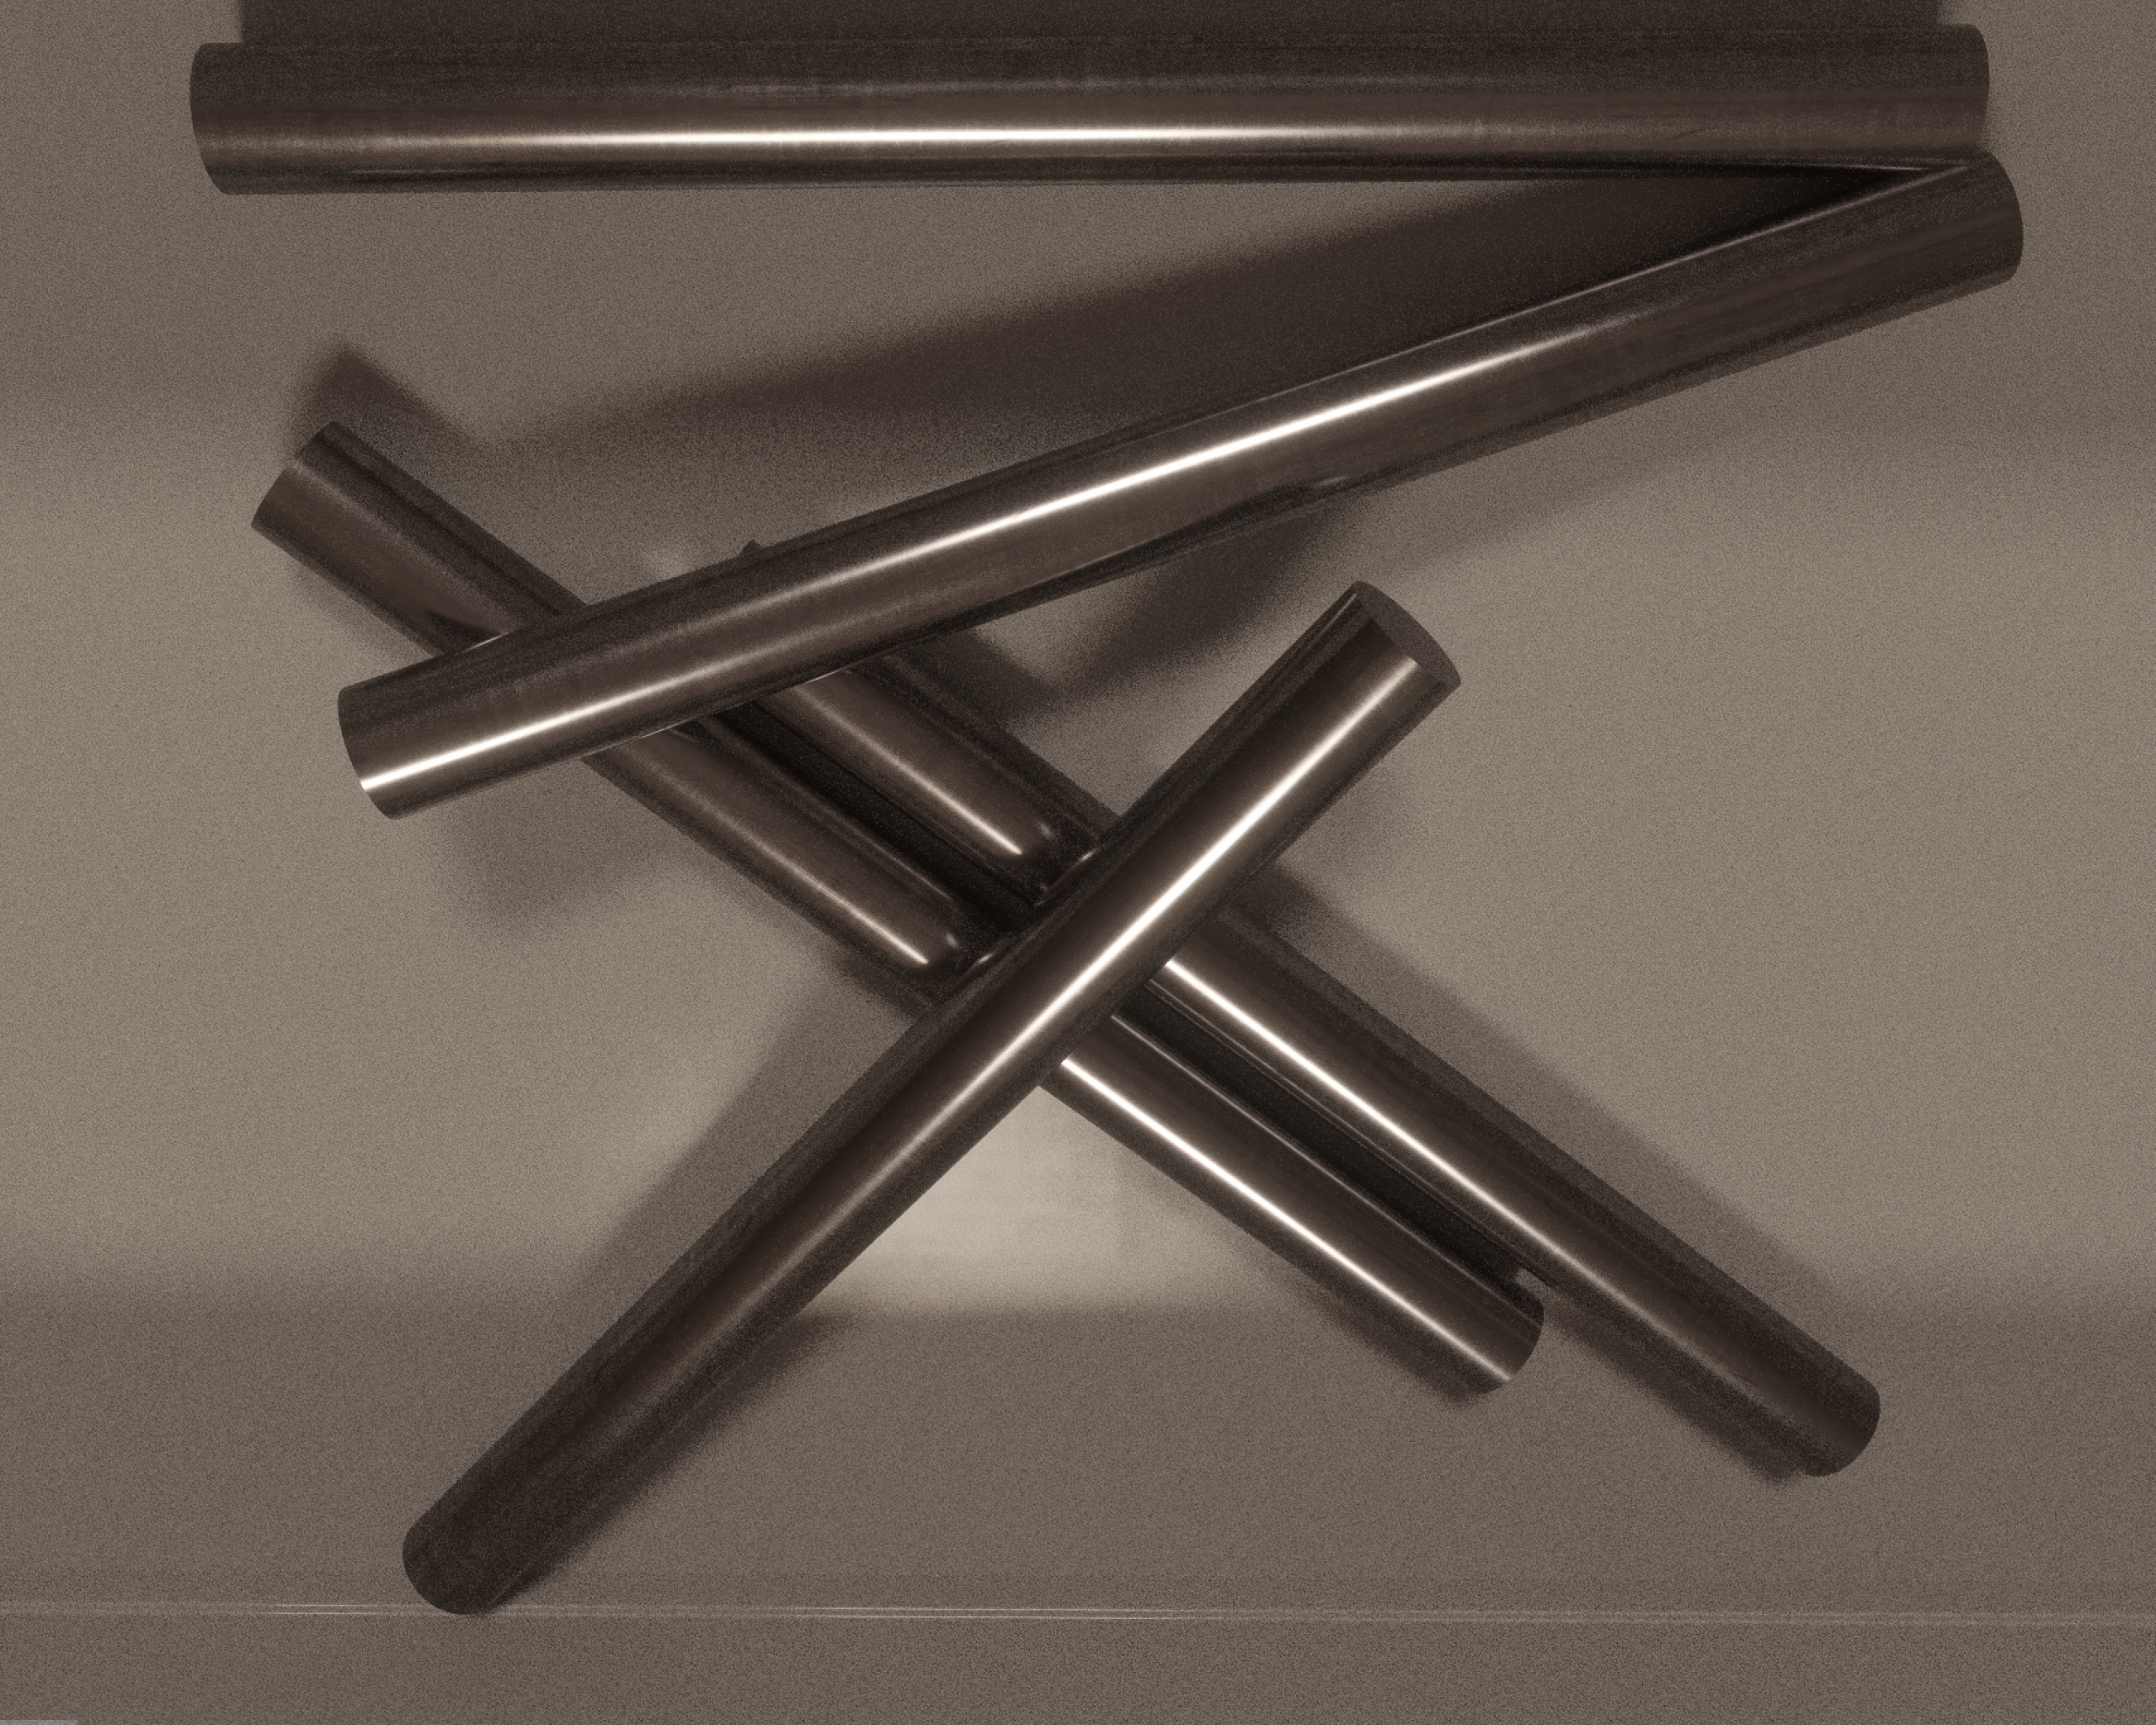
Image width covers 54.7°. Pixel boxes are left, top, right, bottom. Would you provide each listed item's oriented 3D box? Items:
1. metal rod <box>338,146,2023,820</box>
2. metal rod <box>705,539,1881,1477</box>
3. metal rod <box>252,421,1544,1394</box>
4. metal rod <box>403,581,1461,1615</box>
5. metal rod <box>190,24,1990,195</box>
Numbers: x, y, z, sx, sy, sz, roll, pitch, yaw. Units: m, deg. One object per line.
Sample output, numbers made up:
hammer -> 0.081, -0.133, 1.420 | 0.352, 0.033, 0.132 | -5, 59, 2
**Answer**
metal rod -> 0.018, -0.067, 0.369 | 0.302, 0.025, 0.025 | -19, 109, 0
metal rod -> 0.049, 0.037, 0.425 | 0.301, 0.025, 0.025 | 37, 106, -13
metal rod -> -0.026, 0.016, 0.416 | 0.301, 0.025, 0.025 | 37, 106, -13
metal rod -> -0.042, 0.059, 0.410 | 0.025, 0.025, 0.299 | 39, 113, -14
metal rod -> 0.003, -0.131, 0.362 | 0.302, 0.025, 0.025 | -1, 110, -1
